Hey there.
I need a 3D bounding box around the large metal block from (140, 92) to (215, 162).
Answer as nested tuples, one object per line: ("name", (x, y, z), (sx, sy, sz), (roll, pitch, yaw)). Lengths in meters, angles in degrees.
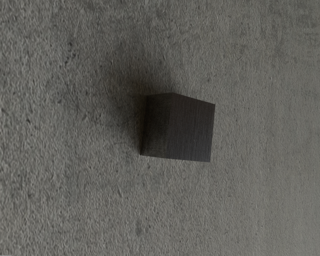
("large metal block", (0.025, 0.002, 0.413), (0.081, 0.050, 0.080), (10, 84, -40))
